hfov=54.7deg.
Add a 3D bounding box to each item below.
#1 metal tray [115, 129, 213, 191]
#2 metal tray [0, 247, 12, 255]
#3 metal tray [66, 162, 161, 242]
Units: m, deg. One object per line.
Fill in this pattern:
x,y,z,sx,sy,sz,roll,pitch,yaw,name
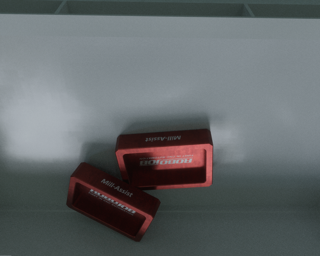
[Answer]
0.009,0.048,0.446,0.131,0.030,0.089,-4,130,3,metal tray
-0.374,0.293,0.653,0.131,0.030,0.090,-9,130,7,metal tray
-0.074,0.114,0.468,0.130,0.030,0.089,26,134,3,metal tray
